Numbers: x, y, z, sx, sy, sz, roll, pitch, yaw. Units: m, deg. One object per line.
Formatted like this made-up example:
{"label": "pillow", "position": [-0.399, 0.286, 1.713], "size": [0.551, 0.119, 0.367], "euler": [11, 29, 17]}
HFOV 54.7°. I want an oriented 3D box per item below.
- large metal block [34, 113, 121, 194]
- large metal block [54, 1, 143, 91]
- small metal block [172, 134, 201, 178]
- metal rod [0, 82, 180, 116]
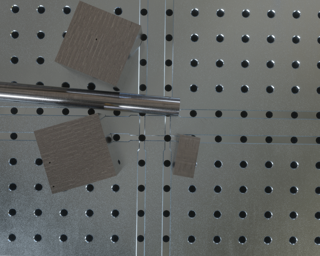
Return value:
{"label": "large metal block", "position": [-0.103, 0.031, 0.400], "size": [0.080, 0.050, 0.080], "euler": [-16, 90, -1]}
{"label": "large metal block", "position": [-0.075, -0.103, 0.400], "size": [0.080, 0.050, 0.080], "euler": [22, 90, -1]}
{"label": "small metal block", "position": [0.033, 0.034, 0.401], "size": [0.025, 0.050, 0.050], "euler": [10, 90, 0]}
{"label": "metal rod", "position": [-0.125, -0.041, 0.411], "size": [0.302, 0.025, 0.025], "euler": [5, 90, -1]}
